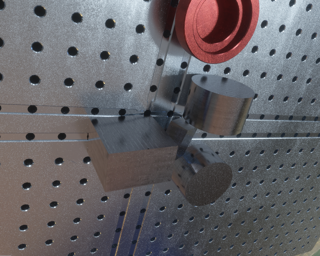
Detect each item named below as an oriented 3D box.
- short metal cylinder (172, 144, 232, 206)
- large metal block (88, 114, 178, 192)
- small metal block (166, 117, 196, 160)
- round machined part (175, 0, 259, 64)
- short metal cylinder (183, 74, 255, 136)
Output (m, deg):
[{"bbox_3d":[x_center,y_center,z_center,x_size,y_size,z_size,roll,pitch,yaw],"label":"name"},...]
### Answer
[{"bbox_3d":[0.062,0.072,0.473,0.081,0.050,0.079,-14,124,-21],"label":"short metal cylinder"},{"bbox_3d":[-0.036,0.026,0.372,0.081,0.080,0.050,-5,121,-26],"label":"large metal block"},{"bbox_3d":[0.024,0.015,0.417,0.050,0.025,0.050,-64,163,18],"label":"small metal block"},{"bbox_3d":[0.061,-0.127,0.355,0.099,0.042,0.097,-14,124,-21],"label":"round machined part"},{"bbox_3d":[0.074,-0.031,0.396,0.081,0.080,0.050,-2,120,-28],"label":"short metal cylinder"}]
